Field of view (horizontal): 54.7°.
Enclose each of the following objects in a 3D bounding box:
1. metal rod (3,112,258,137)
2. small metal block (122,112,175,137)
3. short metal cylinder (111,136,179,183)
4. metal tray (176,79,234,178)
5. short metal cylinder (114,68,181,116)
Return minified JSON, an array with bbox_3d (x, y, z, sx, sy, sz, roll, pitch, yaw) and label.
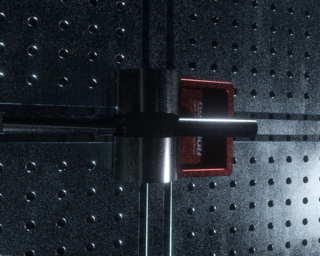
[{"bbox_3d":[-0.025,-0.003,0.378,0.302,0.025,0.025,1,90,-11],"label":"metal rod"},{"bbox_3d":[-0.014,-0.004,0.343,0.050,0.050,0.025,1,90,-12],"label":"small metal block"},{"bbox_3d":[-0.018,0.035,0.376,0.081,0.080,0.050,1,90,-20],"label":"short metal cylinder"},{"bbox_3d":[0.055,0.001,0.430,0.091,0.030,0.129,1,90,-20],"label":"metal tray"},{"bbox_3d":[-0.015,-0.040,0.376,0.081,0.080,0.050,1,90,-20],"label":"short metal cylinder"}]
